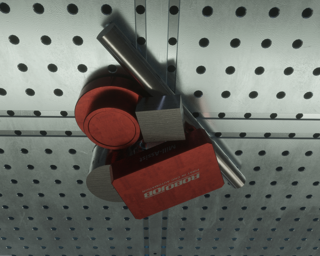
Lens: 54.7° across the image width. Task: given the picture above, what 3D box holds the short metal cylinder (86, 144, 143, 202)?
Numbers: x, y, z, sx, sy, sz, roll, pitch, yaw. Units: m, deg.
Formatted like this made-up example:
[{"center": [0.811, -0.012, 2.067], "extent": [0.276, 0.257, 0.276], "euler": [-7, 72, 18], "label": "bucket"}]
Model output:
[{"center": [-0.060, 0.061, 0.441], "extent": [0.081, 0.050, 0.079], "euler": [0, 130, 0], "label": "short metal cylinder"}]

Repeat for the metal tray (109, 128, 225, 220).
[{"center": [0.012, 0.063, 0.407], "extent": [0.131, 0.030, 0.090], "euler": [-22, 128, 1], "label": "metal tray"}]

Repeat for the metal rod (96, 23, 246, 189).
[{"center": [0.032, -0.009, 0.400], "extent": [0.025, 0.025, 0.300], "euler": [-29, 125, 22], "label": "metal rod"}]

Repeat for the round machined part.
[{"center": [-0.057, -0.011, 0.384], "extent": [0.099, 0.042, 0.097], "euler": [0, 130, 1], "label": "round machined part"}]

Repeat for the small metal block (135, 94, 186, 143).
[{"center": [0.003, -0.010, 0.367], "extent": [0.050, 0.025, 0.050], "euler": [-4, 133, 10], "label": "small metal block"}]
